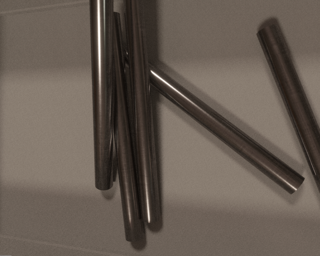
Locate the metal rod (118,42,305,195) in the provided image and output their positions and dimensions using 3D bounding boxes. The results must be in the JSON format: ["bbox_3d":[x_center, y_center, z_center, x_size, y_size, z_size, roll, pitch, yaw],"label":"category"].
[{"bbox_3d":[0.045,-0.025,0.394,0.300,0.025,0.025,39,102,15],"label":"metal rod"}]

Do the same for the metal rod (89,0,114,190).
[{"bbox_3d":[-0.069,-0.051,0.371,0.025,0.025,0.298,15,119,19],"label":"metal rod"}]

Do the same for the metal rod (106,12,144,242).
[{"bbox_3d":[-0.049,0.002,0.410,0.025,0.025,0.298,-4,95,19],"label":"metal rod"}]

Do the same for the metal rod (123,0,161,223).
[{"bbox_3d":[-0.023,-0.026,0.396,0.025,0.025,0.298,-2,97,19],"label":"metal rod"}]

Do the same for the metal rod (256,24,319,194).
[{"bbox_3d":[0.175,0.024,0.348,0.025,0.025,0.299,-21,83,18],"label":"metal rod"}]
